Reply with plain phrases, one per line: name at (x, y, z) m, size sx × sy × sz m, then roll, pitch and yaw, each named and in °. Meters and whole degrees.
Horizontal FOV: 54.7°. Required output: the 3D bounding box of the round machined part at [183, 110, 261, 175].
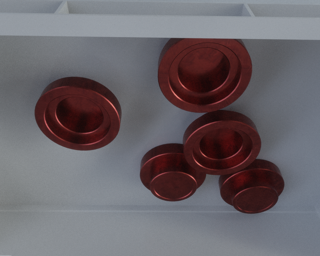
round machined part at (0.079, 0.015, 0.411) m, size 0.099 × 0.042 × 0.097 m, roll 0°, pitch 130°, yaw 0°

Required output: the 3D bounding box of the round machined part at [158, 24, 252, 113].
round machined part at (0.047, -0.067, 0.341) m, size 0.099 × 0.042 × 0.097 m, roll 0°, pitch 130°, yaw 0°

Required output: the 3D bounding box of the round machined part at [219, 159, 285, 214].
round machined part at (0.144, 0.097, 0.481) m, size 0.099 × 0.042 × 0.097 m, roll 0°, pitch 130°, yaw 0°

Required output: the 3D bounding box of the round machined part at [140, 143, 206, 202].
round machined part at (0.020, 0.072, 0.459) m, size 0.099 × 0.042 × 0.097 m, roll 0°, pitch 130°, yaw 0°

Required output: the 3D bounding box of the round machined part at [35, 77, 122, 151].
round machined part at (-0.096, -0.021, 0.379) m, size 0.099 × 0.042 × 0.097 m, roll 0°, pitch 130°, yaw 0°
